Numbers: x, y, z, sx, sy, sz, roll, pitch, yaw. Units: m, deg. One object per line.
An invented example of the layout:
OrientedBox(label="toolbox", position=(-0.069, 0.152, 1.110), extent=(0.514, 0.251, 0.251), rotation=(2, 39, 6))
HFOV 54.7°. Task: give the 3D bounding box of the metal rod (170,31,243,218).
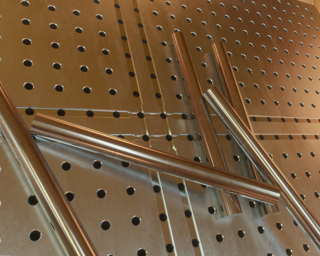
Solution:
OrientedBox(label="metal rod", position=(0.061, -0.021, 0.455), extent=(0.025, 0.025, 0.299), rotation=(1, 61, -28))

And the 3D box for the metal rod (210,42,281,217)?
OrientedBox(label="metal rod", position=(0.127, -0.014, 0.487), extent=(0.025, 0.025, 0.299), rotation=(4, 60, -27))

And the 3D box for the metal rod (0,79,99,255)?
OrientedBox(label="metal rod", position=(-0.128, 0.040, 0.315), extent=(0.025, 0.025, 0.299), rotation=(-25, 75, -37))

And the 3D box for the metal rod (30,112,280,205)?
OrientedBox(label="metal rod", position=(0.004, 0.040, 0.366), extent=(0.302, 0.025, 0.025), rotation=(18, 54, -11))

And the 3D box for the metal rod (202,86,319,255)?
OrientedBox(label="metal rod", position=(0.155, 0.067, 0.419), extent=(0.025, 0.025, 0.299), rotation=(-25, 75, -37))
